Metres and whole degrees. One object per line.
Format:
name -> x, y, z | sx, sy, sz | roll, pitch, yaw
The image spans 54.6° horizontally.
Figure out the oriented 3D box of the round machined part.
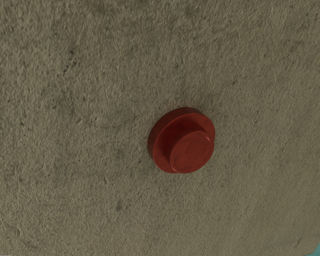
round machined part -> 0.036, 0.024, 0.429 | 0.099, 0.042, 0.097 | -14, 124, -21
